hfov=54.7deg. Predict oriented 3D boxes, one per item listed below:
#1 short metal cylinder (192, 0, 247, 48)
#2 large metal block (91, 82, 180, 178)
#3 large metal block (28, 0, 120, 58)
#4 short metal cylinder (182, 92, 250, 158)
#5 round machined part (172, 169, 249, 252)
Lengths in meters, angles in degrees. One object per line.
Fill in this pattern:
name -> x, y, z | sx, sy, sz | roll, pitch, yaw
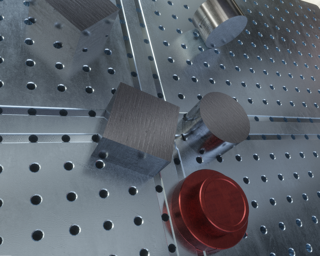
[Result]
short metal cylinder -> 0.104, -0.186, 0.542 | 0.081, 0.080, 0.050 | -15, 70, -34
large metal block -> -0.028, 0.003, 0.375 | 0.080, 0.050, 0.080 | 22, 54, -15
large metal block -> -0.117, -0.156, 0.424 | 0.080, 0.050, 0.080 | 41, 51, -1
short metal cylinder -> 0.078, -0.004, 0.436 | 0.081, 0.050, 0.080 | 14, 56, -21
round machined part -> 0.067, 0.095, 0.375 | 0.099, 0.042, 0.098 | 14, 56, -21
